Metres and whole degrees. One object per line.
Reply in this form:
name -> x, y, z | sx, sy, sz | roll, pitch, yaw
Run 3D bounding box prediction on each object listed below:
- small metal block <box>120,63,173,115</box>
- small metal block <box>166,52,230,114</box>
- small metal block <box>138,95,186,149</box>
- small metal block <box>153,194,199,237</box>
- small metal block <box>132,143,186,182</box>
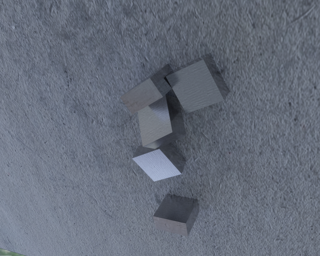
small metal block -> -0.011, -0.047, 0.368 | 0.050, 0.050, 0.025 | -27, 104, 37
small metal block -> 0.043, -0.050, 0.353 | 0.050, 0.025, 0.050 | -19, 108, 35
small metal block -> 0.001, -0.007, 0.385 | 0.050, 0.025, 0.050 | -27, 62, 37
small metal block -> 0.025, 0.127, 0.456 | 0.050, 0.050, 0.025 | 5, 121, 26
small metal block -> -0.001, 0.044, 0.428 | 0.050, 0.025, 0.050 | -22, 119, 36
